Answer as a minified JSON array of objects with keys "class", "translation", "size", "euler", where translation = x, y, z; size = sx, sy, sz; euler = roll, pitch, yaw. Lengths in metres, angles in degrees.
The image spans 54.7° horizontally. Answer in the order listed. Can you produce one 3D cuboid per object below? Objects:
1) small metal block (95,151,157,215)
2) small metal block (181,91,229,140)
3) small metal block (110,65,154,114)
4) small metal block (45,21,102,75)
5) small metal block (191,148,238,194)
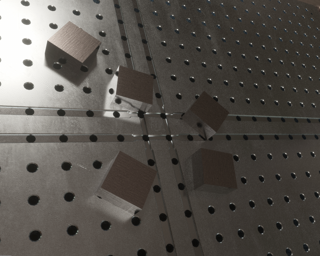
[{"class":"small metal block","translation":[-0.038,0.062,0.351],"size":[0.050,0.025,0.050],"euler":[31,52,-9]},{"class":"small metal block","translation":[0.067,-0.019,0.458],"size":[0.050,0.025,0.050],"euler":[41,51,-1]},{"class":"small metal block","translation":[-0.038,-0.052,0.421],"size":[0.050,0.025,0.050],"euler":[15,56,-21]},{"class":"small metal block","translation":[-0.115,-0.107,0.413],"size":[0.050,0.025,0.050],"euler":[33,51,-7]},{"class":"small metal block","translation":[0.072,0.058,0.413],"size":[0.050,0.025,0.050],"euler":[12,57,-22]}]
